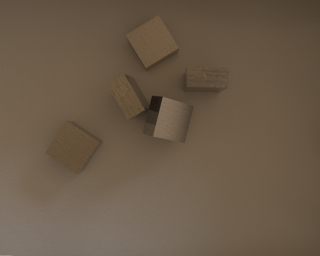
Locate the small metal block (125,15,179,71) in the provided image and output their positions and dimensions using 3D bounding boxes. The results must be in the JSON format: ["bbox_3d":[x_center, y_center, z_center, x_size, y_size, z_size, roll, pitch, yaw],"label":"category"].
[{"bbox_3d":[-0.010,-0.111,0.411,0.050,0.025,0.050,-31,90,0],"label":"small metal block"}]

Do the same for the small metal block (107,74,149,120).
[{"bbox_3d":[-0.038,-0.039,0.397,0.025,0.050,0.050,-30,90,9],"label":"small metal block"}]

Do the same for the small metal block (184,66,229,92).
[{"bbox_3d":[0.058,-0.062,0.399,0.050,0.050,0.025,1,90,0],"label":"small metal block"}]

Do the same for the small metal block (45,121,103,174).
[{"bbox_3d":[-0.113,0.025,0.410,0.050,0.025,0.050,33,90,0],"label":"small metal block"}]

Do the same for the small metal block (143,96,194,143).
[{"bbox_3d":[0.011,-0.011,0.400,0.050,0.025,0.050,14,90,-34],"label":"small metal block"}]
